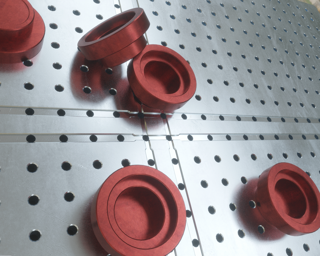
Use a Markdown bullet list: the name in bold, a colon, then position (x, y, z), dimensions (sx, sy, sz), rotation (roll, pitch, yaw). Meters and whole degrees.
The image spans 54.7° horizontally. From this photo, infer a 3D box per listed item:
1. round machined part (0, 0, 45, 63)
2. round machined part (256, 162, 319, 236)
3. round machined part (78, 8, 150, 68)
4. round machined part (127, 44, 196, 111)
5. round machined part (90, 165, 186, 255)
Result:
- **round machined part**: position (-0.191, -0.130, 0.374), dimensions (0.099, 0.042, 0.098), rotation (14, 56, -21)
- **round machined part**: position (0.175, 0.101, 0.432), dimensions (0.099, 0.042, 0.098), rotation (14, 56, -21)
- **round machined part**: position (-0.057, -0.118, 0.416), dimensions (0.042, 0.098, 0.098), rotation (60, 42, -32)
- **round machined part**: position (-0.001, -0.066, 0.437), dimensions (0.099, 0.042, 0.098), rotation (14, 57, -23)
- **round machined part**: position (-0.025, 0.092, 0.329), dimensions (0.099, 0.042, 0.098), rotation (14, 56, -21)
